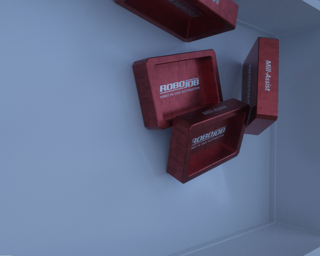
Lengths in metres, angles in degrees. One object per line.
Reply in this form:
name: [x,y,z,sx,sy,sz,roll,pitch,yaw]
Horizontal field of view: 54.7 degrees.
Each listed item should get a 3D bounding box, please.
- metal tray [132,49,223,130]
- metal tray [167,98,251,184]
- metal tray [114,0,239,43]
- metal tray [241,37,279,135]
metal tray: [0.030,-0.056,0.428,0.131,0.030,0.089,-19,102,-38]
metal tray: [0.071,0.015,0.439,0.131,0.030,0.089,-19,126,-38]
metal tray: [0.022,-0.153,0.381,0.131,0.090,0.030,16,80,-39]
metal tray: [0.153,-0.062,0.482,0.030,0.090,0.130,7,74,2]
